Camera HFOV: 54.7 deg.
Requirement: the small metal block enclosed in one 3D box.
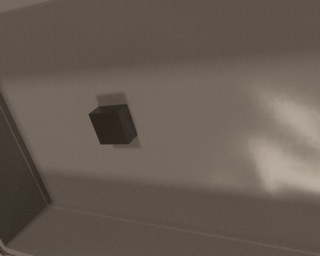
[{"bbox_3d":[-0.066,-0.004,0.439,0.050,0.025,0.050,-3,117,29],"label":"small metal block"}]
